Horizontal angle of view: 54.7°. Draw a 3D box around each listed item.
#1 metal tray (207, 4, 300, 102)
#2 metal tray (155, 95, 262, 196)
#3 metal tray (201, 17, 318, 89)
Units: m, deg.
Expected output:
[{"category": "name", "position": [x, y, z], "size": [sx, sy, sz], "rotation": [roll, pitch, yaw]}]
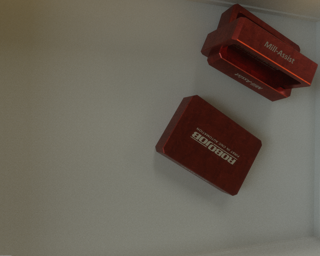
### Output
[{"category": "metal tray", "position": [0.139, -0.106, 0.448], "size": [0.131, 0.030, 0.090], "rotation": [25, 72, -20]}, {"category": "metal tray", "position": [0.071, 0.025, 0.434], "size": [0.130, 0.030, 0.090], "rotation": [33, 79, -17]}, {"category": "metal tray", "position": [0.133, -0.094, 0.423], "size": [0.131, 0.090, 0.030], "rotation": [24, 84, -19]}]
